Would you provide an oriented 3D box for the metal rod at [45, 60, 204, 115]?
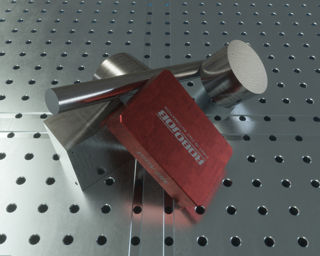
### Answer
[{"bbox_3d":[0.001,-0.064,0.392,0.025,0.025,0.302,39,39,27],"label":"metal rod"}]

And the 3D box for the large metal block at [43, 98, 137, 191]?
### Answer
[{"bbox_3d":[-0.076,0.014,0.359,0.081,0.080,0.050,-33,58,-25],"label":"large metal block"}]

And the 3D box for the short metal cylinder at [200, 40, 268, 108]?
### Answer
[{"bbox_3d":[0.102,-0.073,0.429,0.081,0.050,0.080,17,60,-33],"label":"short metal cylinder"}]

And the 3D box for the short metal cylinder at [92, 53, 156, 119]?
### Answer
[{"bbox_3d":[-0.044,-0.053,0.416,0.080,0.080,0.050,-36,59,-27],"label":"short metal cylinder"}]

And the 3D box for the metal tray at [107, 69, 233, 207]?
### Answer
[{"bbox_3d":[0.017,0.012,0.343,0.130,0.030,0.090,49,55,-15],"label":"metal tray"}]
